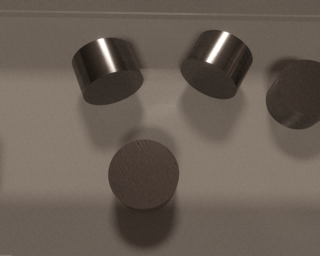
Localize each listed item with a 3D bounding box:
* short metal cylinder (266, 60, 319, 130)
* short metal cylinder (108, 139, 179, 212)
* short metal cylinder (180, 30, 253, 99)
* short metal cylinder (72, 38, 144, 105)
[{"bbox_3d":[0.190,-0.044,0.415,0.081,0.050,0.080,0,70,0],"label":"short metal cylinder"},{"bbox_3d":[-0.018,0.059,0.375,0.081,0.050,0.080,0,70,0],"label":"short metal cylinder"},{"bbox_3d":[0.075,-0.082,0.412,0.080,0.080,0.050,28,72,9],"label":"short metal cylinder"},{"bbox_3d":[-0.068,-0.072,0.406,0.080,0.080,0.050,-21,72,-8],"label":"short metal cylinder"}]
